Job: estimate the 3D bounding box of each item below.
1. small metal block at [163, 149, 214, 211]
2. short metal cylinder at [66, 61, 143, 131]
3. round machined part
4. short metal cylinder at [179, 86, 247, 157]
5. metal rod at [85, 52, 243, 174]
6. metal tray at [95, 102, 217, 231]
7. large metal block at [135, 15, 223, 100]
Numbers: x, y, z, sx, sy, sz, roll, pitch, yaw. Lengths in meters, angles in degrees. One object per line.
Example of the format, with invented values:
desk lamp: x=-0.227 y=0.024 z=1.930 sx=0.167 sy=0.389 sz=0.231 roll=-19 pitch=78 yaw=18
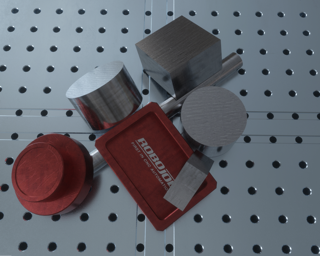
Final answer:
small metal block: x=0.033 y=0.057 z=0.347 sx=0.025 sy=0.050 sz=0.050 roll=33 pitch=109 yaw=9
short metal cylinder: x=-0.069 y=-0.042 z=0.391 sx=0.080 sy=0.050 sz=0.080 roll=-21 pitch=31 yaw=14
round machined part: x=-0.133 y=0.054 z=0.368 sx=0.098 sy=0.042 sz=0.098 roll=-4 pitch=75 yaw=15
short metal cylinder: x=0.066 y=-0.007 z=0.401 sx=0.081 sy=0.050 sz=0.080 roll=0 pitch=70 yaw=0
metal rod: x=-0.008 y=-0.012 z=0.418 sx=0.301 sy=0.025 sz=0.025 roll=-36 pitch=74 yaw=-12
metal tray: x=-0.005 y=0.045 z=0.377 sx=0.090 sy=0.030 sz=0.130 roll=-36 pitch=87 yaw=-12
large metal block: x=0.026 y=-0.098 z=0.422 sx=0.080 sy=0.050 sz=0.080 roll=-35 pitch=54 yaw=-12
